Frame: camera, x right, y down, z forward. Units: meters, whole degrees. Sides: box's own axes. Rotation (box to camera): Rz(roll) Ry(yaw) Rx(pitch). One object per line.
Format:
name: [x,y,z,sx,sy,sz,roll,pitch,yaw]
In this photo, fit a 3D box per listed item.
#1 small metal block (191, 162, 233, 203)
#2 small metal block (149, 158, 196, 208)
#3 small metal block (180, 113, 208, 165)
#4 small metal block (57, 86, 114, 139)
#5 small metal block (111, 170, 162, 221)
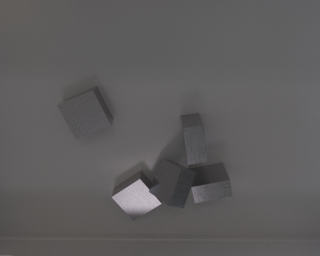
small metal block: [0.068,0.074,0.426,0.050,0.050,0.025,-12,110,4]
small metal block: [0.016,0.073,0.415,0.025,0.050,0.050,20,89,-34]
small metal block: [0.044,0.013,0.403,0.025,0.050,0.050,-8,110,3]
small metal block: [-0.096,-0.020,0.403,0.050,0.025,0.050,-22,109,7]
small metal block: [-0.033,0.098,0.447,0.050,0.025,0.050,-34,107,12]
